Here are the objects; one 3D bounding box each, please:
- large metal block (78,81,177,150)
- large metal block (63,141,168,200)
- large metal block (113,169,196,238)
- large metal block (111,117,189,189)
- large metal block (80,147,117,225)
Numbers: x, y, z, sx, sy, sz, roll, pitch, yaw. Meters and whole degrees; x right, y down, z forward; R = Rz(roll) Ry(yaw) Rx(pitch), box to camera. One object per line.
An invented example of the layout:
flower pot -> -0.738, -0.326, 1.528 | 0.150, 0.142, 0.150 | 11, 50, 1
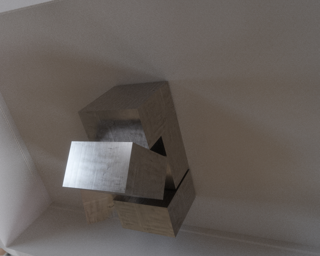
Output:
large metal block -> -0.036, -0.016, 0.378 | 0.080, 0.080, 0.050 | -1, 118, 28
large metal block -> -0.047, 0.049, 0.352 | 0.080, 0.080, 0.050 | -1, 73, 28
large metal block -> -0.005, 0.098, 0.432 | 0.080, 0.080, 0.050 | 1, 119, 27
large metal block -> -0.014, 0.032, 0.419 | 0.080, 0.050, 0.080 | -1, 118, 28
large metal block -> -0.092, 0.079, 0.456 | 0.050, 0.080, 0.079 | -11, 123, -15
